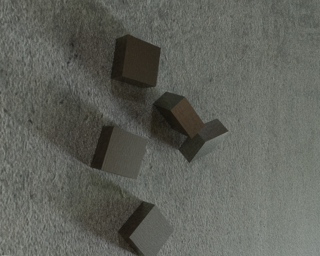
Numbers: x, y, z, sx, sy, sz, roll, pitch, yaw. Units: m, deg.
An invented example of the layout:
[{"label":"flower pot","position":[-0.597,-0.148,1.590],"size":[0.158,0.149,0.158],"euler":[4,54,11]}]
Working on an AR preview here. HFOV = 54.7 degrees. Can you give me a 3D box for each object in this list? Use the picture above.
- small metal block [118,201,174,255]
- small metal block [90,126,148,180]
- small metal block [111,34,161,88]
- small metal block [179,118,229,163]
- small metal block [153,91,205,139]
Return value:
[{"label":"small metal block","position":[-0.017,0.130,0.391],"size":[0.050,0.025,0.050],"euler":[-47,118,-30]},{"label":"small metal block","position":[-0.047,0.029,0.365],"size":[0.050,0.025,0.050],"euler":[24,75,-38]},{"label":"small metal block","position":[-0.029,-0.080,0.380],"size":[0.050,0.025,0.050],"euler":[12,83,-39]},{"label":"small metal block","position":[0.061,0.018,0.437],"size":[0.050,0.050,0.025],"euler":[-20,62,-38]},{"label":"small metal block","position":[0.024,-0.018,0.405],"size":[0.025,0.050,0.050],"euler":[-44,118,-10]}]
